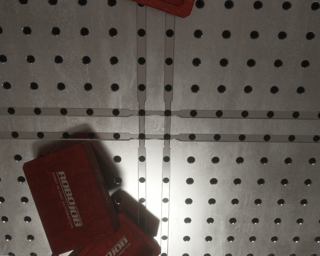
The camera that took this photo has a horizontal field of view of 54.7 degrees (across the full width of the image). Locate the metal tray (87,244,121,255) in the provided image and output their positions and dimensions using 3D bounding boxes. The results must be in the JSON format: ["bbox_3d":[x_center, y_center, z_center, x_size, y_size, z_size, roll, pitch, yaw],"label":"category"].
[{"bbox_3d":[-0.075,0.258,0.504,0.130,0.030,0.090,41,105,-14],"label":"metal tray"}]

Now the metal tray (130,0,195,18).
[{"bbox_3d":[0.006,-0.188,0.308,0.091,0.030,0.129,17,109,-7],"label":"metal tray"}]

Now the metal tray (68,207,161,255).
[{"bbox_3d":[-0.074,0.193,0.452,0.130,0.030,0.090,-45,101,-9],"label":"metal tray"}]

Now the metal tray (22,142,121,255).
[{"bbox_3d":[-0.119,0.093,0.419,0.090,0.030,0.129,-21,87,7],"label":"metal tray"}]
